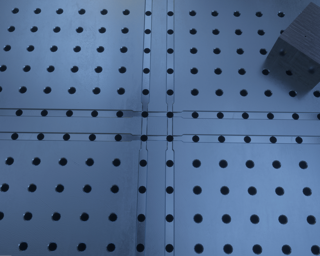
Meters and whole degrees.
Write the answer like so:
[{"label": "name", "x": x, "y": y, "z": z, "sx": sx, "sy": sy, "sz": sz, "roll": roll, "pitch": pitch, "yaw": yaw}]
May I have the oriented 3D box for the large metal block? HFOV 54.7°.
[{"label": "large metal block", "x": 0.217, "y": -0.118, "z": 0.443, "sx": 0.080, "sy": 0.050, "sz": 0.080, "roll": 40, "pitch": 75, "yaw": 13}]
